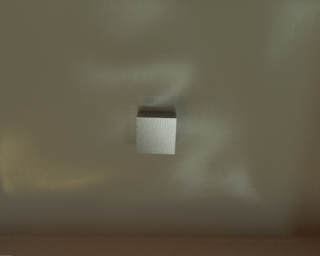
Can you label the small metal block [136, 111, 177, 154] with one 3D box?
[{"bbox_3d":[-0.005,0.006,0.409,0.050,0.025,0.050,2,110,-1],"label":"small metal block"}]
